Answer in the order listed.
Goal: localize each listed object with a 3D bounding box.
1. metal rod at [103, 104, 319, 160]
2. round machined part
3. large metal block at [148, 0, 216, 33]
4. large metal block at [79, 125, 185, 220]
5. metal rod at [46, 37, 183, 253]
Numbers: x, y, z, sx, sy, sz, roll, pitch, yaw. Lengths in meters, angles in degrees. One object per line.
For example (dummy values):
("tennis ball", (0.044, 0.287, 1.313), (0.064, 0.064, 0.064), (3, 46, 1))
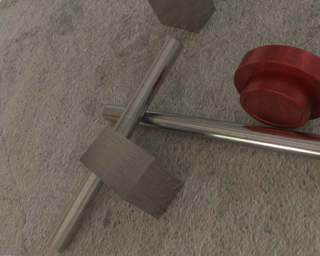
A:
("metal rod", (0.051, 0.000, 0.376), (0.300, 0.025, 0.025), (10, 67, 32))
("round machined part", (0.121, -0.034, 0.313), (0.098, 0.098, 0.042), (17, 68, 34))
("large metal block", (0.029, -0.199, 0.475), (0.080, 0.080, 0.050), (27, 77, 37))
("large metal block", (-0.030, 0.051, 0.352), (0.080, 0.080, 0.050), (30, 79, 37))
("metal rod", (-0.055, 0.017, 0.395), (0.025, 0.025, 0.299), (26, 83, 36))
